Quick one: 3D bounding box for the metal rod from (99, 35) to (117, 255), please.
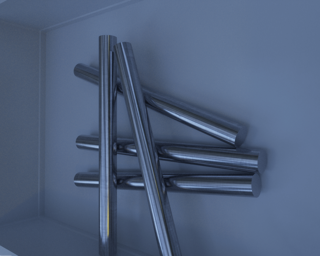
[{"bbox_3d":[-0.072,0.024,0.428,0.025,0.025,0.298,0,90,39],"label":"metal rod"}]

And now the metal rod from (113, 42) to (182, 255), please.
[{"bbox_3d":[-0.015,0.034,0.383,0.025,0.025,0.299,-22,76,37],"label":"metal rod"}]

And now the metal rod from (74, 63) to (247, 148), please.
[{"bbox_3d":[-0.022,-0.042,0.420,0.300,0.025,0.025,26,106,36],"label":"metal rod"}]

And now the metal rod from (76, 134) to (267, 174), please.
[{"bbox_3d":[-0.011,0.029,0.412,0.300,0.025,0.025,3,92,39],"label":"metal rod"}]

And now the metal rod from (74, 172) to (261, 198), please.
[{"bbox_3d":[-0.016,0.072,0.416,0.300,0.025,0.025,-6,86,39],"label":"metal rod"}]
